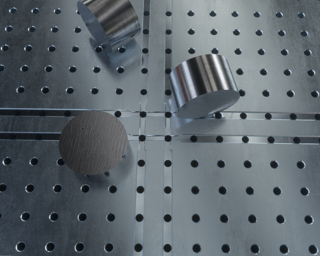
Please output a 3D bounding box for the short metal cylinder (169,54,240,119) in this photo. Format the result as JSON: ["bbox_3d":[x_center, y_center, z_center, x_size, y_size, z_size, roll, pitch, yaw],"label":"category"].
[{"bbox_3d":[0.057,-0.052,0.402,0.081,0.080,0.050,-12,71,-5],"label":"short metal cylinder"}]

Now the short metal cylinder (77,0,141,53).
[{"bbox_3d":[-0.072,-0.154,0.438,0.050,0.080,0.080,-37,75,-13],"label":"short metal cylinder"}]

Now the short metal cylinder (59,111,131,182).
[{"bbox_3d":[-0.079,0.025,0.389,0.081,0.050,0.080,0,70,0],"label":"short metal cylinder"}]
